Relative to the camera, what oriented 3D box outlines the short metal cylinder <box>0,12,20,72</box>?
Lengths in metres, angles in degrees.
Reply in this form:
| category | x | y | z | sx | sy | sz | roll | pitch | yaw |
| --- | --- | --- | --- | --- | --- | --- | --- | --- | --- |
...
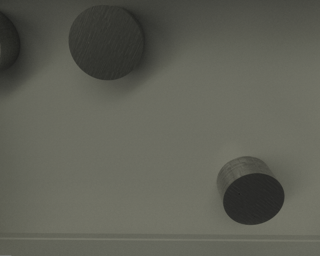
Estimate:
| category | x | y | z | sx | sy | sz | roll | pitch | yaw |
| --- | --- | --- | --- | --- | --- | --- | --- | --- | --- |
| short metal cylinder | -0.214 | -0.100 | 0.359 | 0.081 | 0.050 | 0.079 | 0 | 110 | 0 |

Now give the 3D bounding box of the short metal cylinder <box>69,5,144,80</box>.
| category | x | y | z | sx | sy | sz | roll | pitch | yaw |
| --- | --- | --- | --- | --- | --- | --- | --- | --- | --- |
| short metal cylinder | -0.059 | -0.100 | 0.360 | 0.081 | 0.050 | 0.079 | 0 | 110 | 0 |

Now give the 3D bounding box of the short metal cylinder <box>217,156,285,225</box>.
| category | x | y | z | sx | sy | sz | roll | pitch | yaw |
| --- | --- | --- | --- | --- | --- | --- | --- | --- | --- |
| short metal cylinder | 0.123 | 0.086 | 0.431 | 0.081 | 0.050 | 0.079 | 0 | 110 | 0 |
